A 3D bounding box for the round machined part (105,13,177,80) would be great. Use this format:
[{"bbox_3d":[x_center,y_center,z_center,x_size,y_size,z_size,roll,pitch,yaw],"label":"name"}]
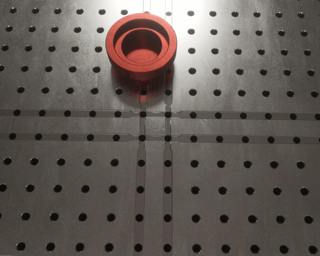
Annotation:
[{"bbox_3d":[-0.026,-0.112,0.443,0.099,0.042,0.098,0,70,-1],"label":"round machined part"}]
